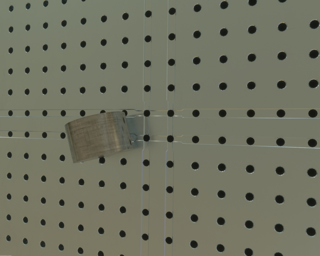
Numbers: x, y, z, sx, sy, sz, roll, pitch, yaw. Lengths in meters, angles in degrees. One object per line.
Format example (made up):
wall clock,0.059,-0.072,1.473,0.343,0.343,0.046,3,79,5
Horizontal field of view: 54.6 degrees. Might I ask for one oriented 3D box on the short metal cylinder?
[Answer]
short metal cylinder,-0.080,0.013,0.412,0.080,0.080,0.050,-16,85,19
